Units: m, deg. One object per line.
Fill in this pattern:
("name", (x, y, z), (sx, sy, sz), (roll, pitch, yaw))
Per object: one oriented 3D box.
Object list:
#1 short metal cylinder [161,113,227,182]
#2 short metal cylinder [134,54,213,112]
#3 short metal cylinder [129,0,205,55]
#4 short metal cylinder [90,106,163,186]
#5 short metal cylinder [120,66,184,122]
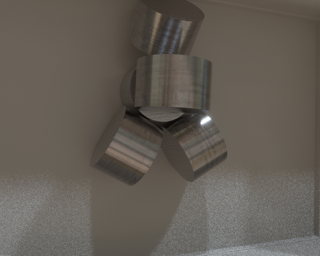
("short metal cylinder", (0.039, 0.021, 0.394), (0.050, 0.080, 0.080), (-30, 100, -17))
("short metal cylinder", (0.014, -0.044, 0.331), (0.081, 0.080, 0.050), (3, 89, -20))
("short metal cylinder", (0.007, -0.124, 0.375), (0.081, 0.080, 0.050), (4, 131, -20))
("short metal cylinder", (-0.040, 0.021, 0.365), (0.050, 0.080, 0.080), (31, 80, -17))
("short metal cylinder", (-0.005, -0.047, 0.392), (0.081, 0.050, 0.080), (0, 90, -20))
